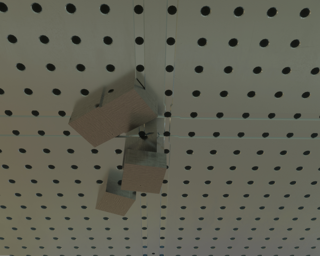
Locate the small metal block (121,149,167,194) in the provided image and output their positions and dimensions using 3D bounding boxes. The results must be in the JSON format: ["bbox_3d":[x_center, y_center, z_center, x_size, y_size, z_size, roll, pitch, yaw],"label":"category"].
[{"bbox_3d":[-0.021,0.056,0.393,0.050,0.025,0.050,8,129,-7],"label":"small metal block"}]

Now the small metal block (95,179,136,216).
[{"bbox_3d":[-0.072,0.116,0.509,0.050,0.025,0.050,20,127,-17],"label":"small metal block"}]

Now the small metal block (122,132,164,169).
[{"bbox_3d":[-0.022,0.038,0.427,0.050,0.050,0.025,-19,128,15],"label":"small metal block"}]

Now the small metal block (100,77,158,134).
[{"bbox_3d":[-0.038,-0.027,0.388,0.050,0.025,0.050,-27,126,20],"label":"small metal block"}]

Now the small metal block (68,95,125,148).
[{"bbox_3d":[-0.081,-0.008,0.404,0.050,0.025,0.050,-27,126,21],"label":"small metal block"}]
